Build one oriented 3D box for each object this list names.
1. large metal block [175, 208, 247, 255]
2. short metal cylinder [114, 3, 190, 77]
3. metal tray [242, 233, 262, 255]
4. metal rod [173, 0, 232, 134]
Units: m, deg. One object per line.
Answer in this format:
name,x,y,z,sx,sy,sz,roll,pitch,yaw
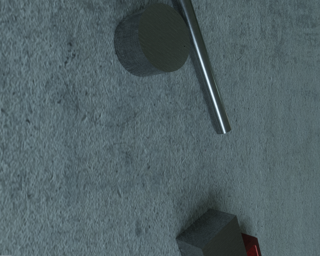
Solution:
large metal block,0.079,0.179,0.457,0.081,0.050,0.080,-29,108,-37
short metal cylinder,-0.009,-0.106,0.382,0.081,0.050,0.079,0,90,-40
metal tray,0.120,0.247,0.505,0.131,0.030,0.089,-27,107,-37
metal rod,0.050,-0.129,0.448,0.025,0.025,0.298,-34,111,-35
